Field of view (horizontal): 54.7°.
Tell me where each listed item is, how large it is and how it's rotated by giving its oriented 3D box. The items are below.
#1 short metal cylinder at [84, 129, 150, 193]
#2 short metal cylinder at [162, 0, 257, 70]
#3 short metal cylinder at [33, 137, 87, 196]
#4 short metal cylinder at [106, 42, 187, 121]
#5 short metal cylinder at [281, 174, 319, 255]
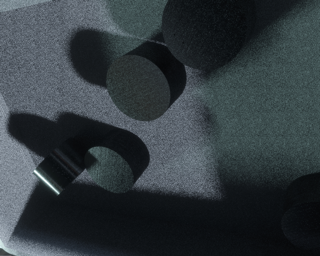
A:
[{"bbox_3d":[-0.062,0.048,0.453,0.080,0.050,0.079,13,124,20],"label":"short metal cylinder"},{"bbox_3d":[0.049,-0.103,0.302,0.080,0.050,0.079,13,124,20],"label":"short metal cylinder"},{"bbox_3d":[-0.149,0.060,0.486,0.050,0.080,0.080,45,129,-3],"label":"short metal cylinder"},{"bbox_3d":[-0.015,-0.055,0.365,0.080,0.050,0.079,13,124,20],"label":"short metal cylinder"},{"bbox_3d":[0.185,0.100,0.357,0.080,0.050,0.079,13,124,20],"label":"short metal cylinder"}]
